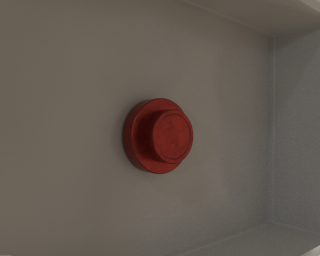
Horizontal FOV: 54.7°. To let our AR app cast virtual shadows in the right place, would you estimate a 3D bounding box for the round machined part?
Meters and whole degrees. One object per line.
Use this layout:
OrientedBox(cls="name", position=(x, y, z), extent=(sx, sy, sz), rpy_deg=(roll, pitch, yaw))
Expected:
OrientedBox(cls="round machined part", position=(0.005, 0.010, 0.397), extent=(0.099, 0.042, 0.097), rpy_deg=(0, 90, -40))
